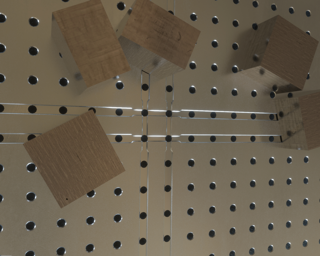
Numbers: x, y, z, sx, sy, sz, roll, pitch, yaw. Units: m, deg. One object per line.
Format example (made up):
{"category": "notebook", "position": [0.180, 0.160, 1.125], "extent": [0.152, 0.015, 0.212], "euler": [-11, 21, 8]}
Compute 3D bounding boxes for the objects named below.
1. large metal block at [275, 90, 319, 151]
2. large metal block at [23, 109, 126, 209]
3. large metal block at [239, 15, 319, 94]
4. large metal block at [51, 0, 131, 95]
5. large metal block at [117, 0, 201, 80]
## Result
{"category": "large metal block", "position": [0.236, -0.015, 0.486], "extent": [0.081, 0.050, 0.080], "euler": [-14, 95, -20]}
{"category": "large metal block", "position": [-0.099, 0.033, 0.363], "extent": [0.080, 0.050, 0.080], "euler": [-30, 100, -18]}
{"category": "large metal block", "position": [0.177, -0.107, 0.464], "extent": [0.080, 0.050, 0.080], "euler": [24, 82, -19]}
{"category": "large metal block", "position": [-0.081, -0.088, 0.353], "extent": [0.050, 0.080, 0.080], "euler": [-26, 99, -18]}
{"category": "large metal block", "position": [-0.010, -0.105, 0.379], "extent": [0.080, 0.080, 0.050], "euler": [25, 82, -18]}
